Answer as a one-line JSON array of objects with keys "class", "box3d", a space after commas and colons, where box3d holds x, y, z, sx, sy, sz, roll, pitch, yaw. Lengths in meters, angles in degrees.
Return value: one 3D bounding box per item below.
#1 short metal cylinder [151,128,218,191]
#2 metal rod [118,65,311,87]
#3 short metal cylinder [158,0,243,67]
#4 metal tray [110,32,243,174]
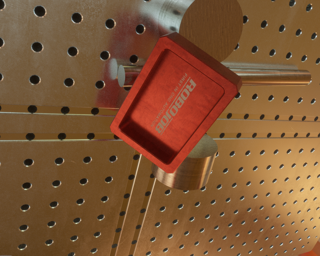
[{"class": "short metal cylinder", "box3d": [0.032, 0.039, 0.417, 0.081, 0.080, 0.050, -4, 120, -27]}, {"class": "metal rod", "box3d": [0.091, -0.069, 0.418, 0.303, 0.025, 0.025, -4, 120, -27]}, {"class": "short metal cylinder", "box3d": [0.045, -0.115, 0.348, 0.081, 0.050, 0.079, -14, 124, -21]}, {"class": "metal tray", "box3d": [0.012, -0.023, 0.332, 0.090, 0.030, 0.129, 36, 122, 4]}]
